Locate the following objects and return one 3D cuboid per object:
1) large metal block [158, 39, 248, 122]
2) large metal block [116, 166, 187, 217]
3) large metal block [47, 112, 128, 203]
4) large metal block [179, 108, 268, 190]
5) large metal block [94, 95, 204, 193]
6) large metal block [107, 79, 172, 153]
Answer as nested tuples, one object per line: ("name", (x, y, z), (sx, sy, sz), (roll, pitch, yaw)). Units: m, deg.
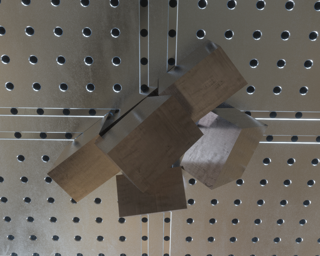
("large metal block", (0.045, -0.055, 0.364), (0.080, 0.080, 0.050), (-37, 106, 12))
("large metal block", (-0.007, 0.087, 0.408), (0.080, 0.080, 0.050), (-8, 74, 3))
("large metal block", (-0.084, 0.034, 0.395), (0.080, 0.080, 0.050), (-36, 106, 12))
("large metal block", (0.080, 0.022, 0.385), (0.050, 0.081, 0.080), (34, 113, 32))
("large metal block", (-0.015, 0.012, 0.321), (0.080, 0.080, 0.050), (-43, 106, -12))
("large metal block", (-0.009, -0.003, 0.400), (0.080, 0.050, 0.080), (-37, 106, 12))
